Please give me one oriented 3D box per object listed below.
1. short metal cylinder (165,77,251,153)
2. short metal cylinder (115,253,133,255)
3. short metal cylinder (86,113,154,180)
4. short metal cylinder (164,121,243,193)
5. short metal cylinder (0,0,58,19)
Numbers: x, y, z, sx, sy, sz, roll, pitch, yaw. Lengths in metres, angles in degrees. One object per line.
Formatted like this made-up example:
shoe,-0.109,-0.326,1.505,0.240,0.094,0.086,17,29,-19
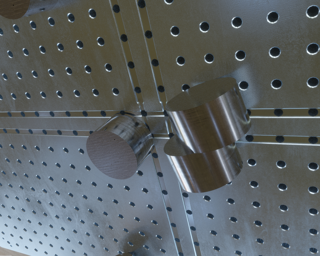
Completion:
short metal cylinder,0.052,-0.015,0.339,0.080,0.080,0.050,-12,112,33
short metal cylinder,-0.073,0.289,0.593,0.080,0.080,0.050,-16,110,34
short metal cylinder,-0.056,0.026,0.441,0.080,0.050,0.079,13,124,20
short metal cylinder,0.051,0.032,0.368,0.080,0.080,0.050,-12,112,33
short metal cylinder,-0.170,-0.178,0.375,0.080,0.050,0.079,13,124,21
